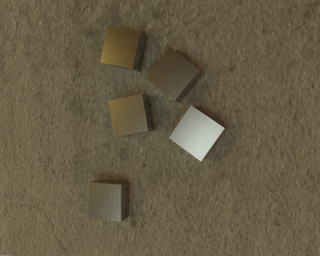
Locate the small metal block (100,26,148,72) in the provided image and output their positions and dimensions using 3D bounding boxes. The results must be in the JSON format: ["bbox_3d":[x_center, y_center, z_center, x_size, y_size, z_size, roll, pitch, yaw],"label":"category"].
[{"bbox_3d":[-0.049,-0.108,0.425,0.050,0.025,0.050,14,95,19],"label":"small metal block"}]

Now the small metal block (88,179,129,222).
[{"bbox_3d":[-0.071,0.100,0.433,0.050,0.025,0.050,0,90,19],"label":"small metal block"}]

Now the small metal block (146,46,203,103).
[{"bbox_3d":[0.019,-0.068,0.402,0.050,0.025,0.050,42,103,15],"label":"small metal block"}]

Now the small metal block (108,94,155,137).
[{"bbox_3d":[-0.038,-0.016,0.422,0.050,0.025,0.050,-11,87,19],"label":"small metal block"}]

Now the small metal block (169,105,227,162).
[{"bbox_3d":[0.048,0.006,0.391,0.050,0.025,0.050,37,101,16],"label":"small metal block"}]
